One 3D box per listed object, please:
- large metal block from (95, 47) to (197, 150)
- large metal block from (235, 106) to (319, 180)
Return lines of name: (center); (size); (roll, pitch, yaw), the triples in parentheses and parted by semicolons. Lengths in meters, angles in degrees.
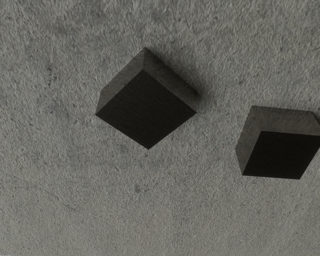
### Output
large metal block: (-0.016, -0.032, 0.363); (0.080, 0.050, 0.080); (36, 121, -27)
large metal block: (0.154, 0.020, 0.410); (0.081, 0.050, 0.079); (5, 130, -5)
